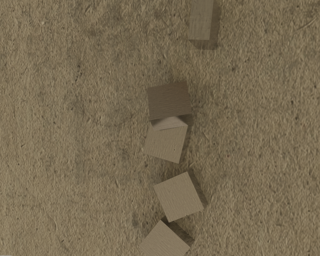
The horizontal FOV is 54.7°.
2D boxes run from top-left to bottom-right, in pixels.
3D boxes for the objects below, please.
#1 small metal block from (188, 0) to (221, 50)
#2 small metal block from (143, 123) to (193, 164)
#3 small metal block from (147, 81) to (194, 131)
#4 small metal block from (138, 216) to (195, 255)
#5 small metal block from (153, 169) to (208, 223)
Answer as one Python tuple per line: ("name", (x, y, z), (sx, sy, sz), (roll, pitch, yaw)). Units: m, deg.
("small metal block", (0.055, -0.126, 0.376), (0.025, 0.050, 0.050), (7, 92, 20))
("small metal block", (0.010, 0.015, 0.405), (0.050, 0.025, 0.050), (15, 95, 19))
("small metal block", (0.013, -0.028, 0.388), (0.050, 0.025, 0.050), (-9, 58, 6))
("small metal block", (0.009, 0.152, 0.406), (0.050, 0.025, 0.050), (40, 102, 15))
("small metal block", (0.027, 0.087, 0.399), (0.050, 0.025, 0.050), (-27, 81, 18))
